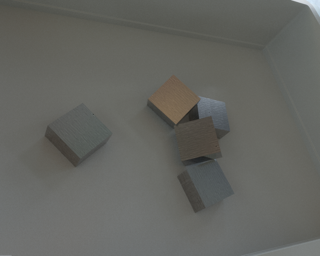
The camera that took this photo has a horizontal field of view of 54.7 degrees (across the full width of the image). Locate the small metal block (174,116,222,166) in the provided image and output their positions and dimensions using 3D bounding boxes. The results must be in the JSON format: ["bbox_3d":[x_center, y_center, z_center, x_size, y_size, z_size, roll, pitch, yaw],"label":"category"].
[{"bbox_3d":[0.050,0.017,0.403,0.050,0.025,0.050,-15,66,9],"label":"small metal block"}]

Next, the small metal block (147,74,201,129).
[{"bbox_3d":[0.018,-0.036,0.423,0.050,0.025,0.050,43,75,6],"label":"small metal block"}]

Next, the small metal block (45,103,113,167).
[{"bbox_3d":[-0.092,0.007,0.352,0.050,0.025,0.050,45,51,3],"label":"small metal block"}]

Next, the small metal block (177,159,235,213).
[{"bbox_3d":[0.058,0.072,0.392,0.050,0.025,0.050,-15,70,-34],"label":"small metal block"}]

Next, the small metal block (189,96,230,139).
[{"bbox_3d":[0.071,-0.015,0.453,0.050,0.025,0.050,11,57,-23],"label":"small metal block"}]
